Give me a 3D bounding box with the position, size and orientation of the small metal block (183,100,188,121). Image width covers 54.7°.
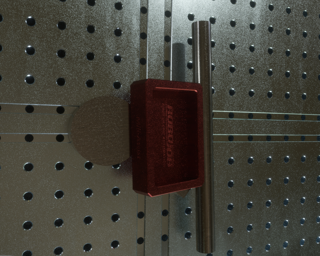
[{"bbox_3d":[0.033,-0.029,0.426,0.050,0.025,0.050,-16,96,-20],"label":"small metal block"}]

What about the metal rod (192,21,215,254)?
[{"bbox_3d":[0.057,0.012,0.408,0.025,0.025,0.298,-1,91,-20],"label":"metal rod"}]

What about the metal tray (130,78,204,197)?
[{"bbox_3d":[0.011,0.010,0.373,0.091,0.030,0.129,-2,91,-40],"label":"metal tray"}]

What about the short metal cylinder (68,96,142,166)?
[{"bbox_3d":[-0.068,0.003,0.374,0.081,0.050,0.079,0,90,-21],"label":"short metal cylinder"}]

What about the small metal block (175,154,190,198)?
[{"bbox_3d":[0.024,0.059,0.422,0.050,0.025,0.050,41,77,-16],"label":"small metal block"}]
